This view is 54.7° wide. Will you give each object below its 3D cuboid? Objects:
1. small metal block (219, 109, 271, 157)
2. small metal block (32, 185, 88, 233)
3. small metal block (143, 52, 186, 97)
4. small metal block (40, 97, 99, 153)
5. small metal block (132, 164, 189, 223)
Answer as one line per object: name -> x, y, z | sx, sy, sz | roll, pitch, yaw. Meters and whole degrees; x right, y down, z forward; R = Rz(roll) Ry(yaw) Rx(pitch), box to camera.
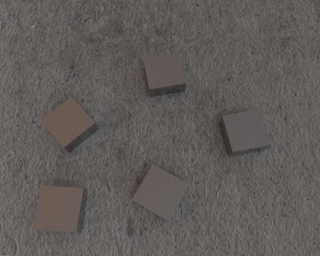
small metal block -> 0.110, 0.007, 0.406 | 0.050, 0.025, 0.050 | -10, 70, -4
small metal block -> -0.118, 0.097, 0.372 | 0.050, 0.025, 0.050 | 4, 70, 1
small metal block -> 0.006, -0.075, 0.435 | 0.050, 0.025, 0.050 | -10, 70, -4
small metal block -> -0.118, -0.004, 0.409 | 0.050, 0.025, 0.050 | -41, 75, -14
small metal block -> 0.001, 0.080, 0.379 | 0.050, 0.025, 0.050 | 28, 72, 9
